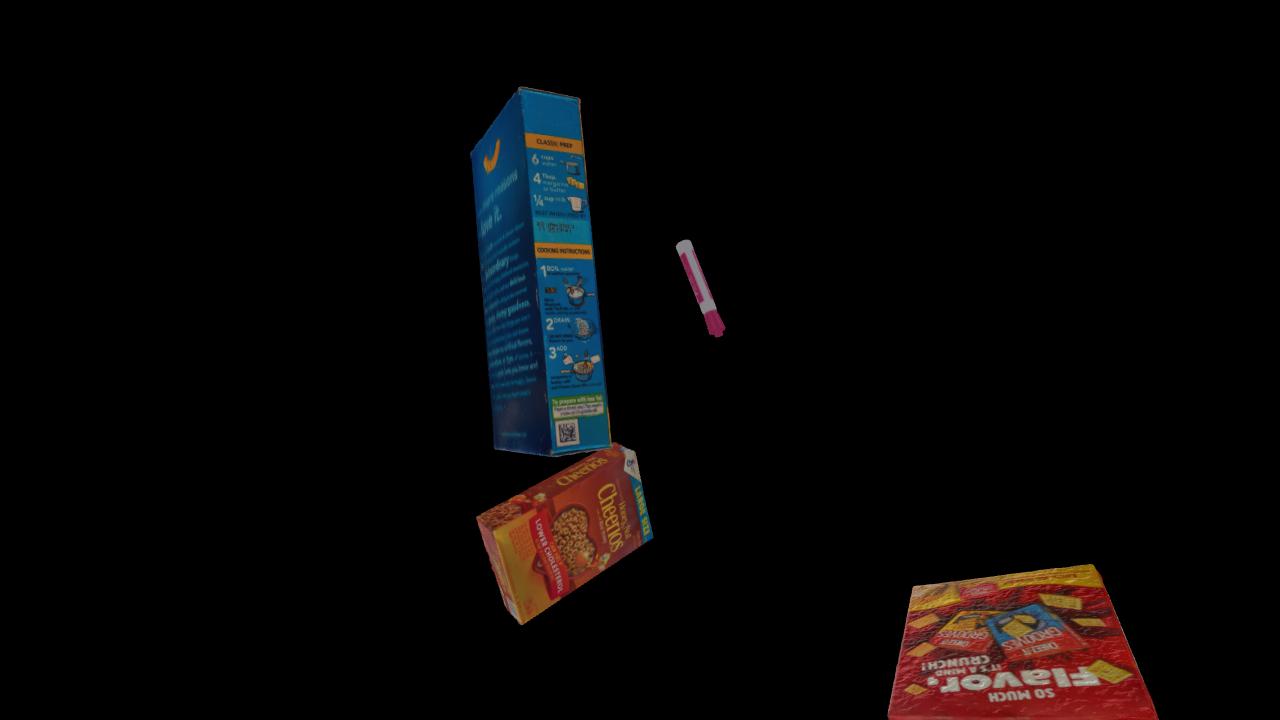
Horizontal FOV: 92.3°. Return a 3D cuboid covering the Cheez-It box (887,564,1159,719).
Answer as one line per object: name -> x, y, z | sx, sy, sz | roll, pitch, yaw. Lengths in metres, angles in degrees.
Cheez-It box -> 0.310, 0.255, 0.508 | 0.166, 0.071, 0.223 | -20, -2, 29

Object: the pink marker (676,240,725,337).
pink marker -> 0.068, -0.080, 0.689 | 0.020, 0.121, 0.020 | -16, -20, -6

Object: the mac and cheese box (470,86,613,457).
mac and cheese box -> -0.059, -0.041, 0.345 | 0.041, 0.184, 0.093 | -3, -3, -30

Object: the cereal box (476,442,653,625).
cereal box -> -0.124, 0.307, 1.125 | 0.306, 0.203, 0.081 | -24, 25, -32
